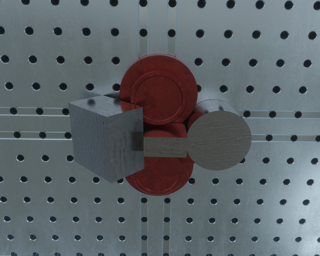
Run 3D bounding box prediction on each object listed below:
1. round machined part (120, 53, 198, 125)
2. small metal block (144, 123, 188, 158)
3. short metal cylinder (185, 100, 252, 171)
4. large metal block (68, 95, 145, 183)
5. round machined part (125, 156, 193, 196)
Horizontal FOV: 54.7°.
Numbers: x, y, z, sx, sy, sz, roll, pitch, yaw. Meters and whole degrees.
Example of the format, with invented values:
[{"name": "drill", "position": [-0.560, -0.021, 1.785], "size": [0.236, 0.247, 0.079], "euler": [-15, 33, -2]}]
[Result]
[{"name": "round machined part", "position": [-0.002, -0.042, 0.389], "size": [0.099, 0.042, 0.097], "euler": [0, 110, 0]}, {"name": "small metal block", "position": [0.006, 0.014, 0.381], "size": [0.050, 0.050, 0.025], "euler": [1, 110, -1]}, {"name": "short metal cylinder", "position": [0.072, 0.008, 0.402], "size": [0.081, 0.050, 0.079], "euler": [0, 110, 0]}, {"name": "large metal block", "position": [-0.066, 0.010, 0.381], "size": [0.050, 0.080, 0.079], "euler": [-19, 118, -41]}, {"name": "round machined part", "position": [-0.003, 0.052, 0.423], "size": [0.099, 0.042, 0.097], "euler": [0, 110, 0]}]
